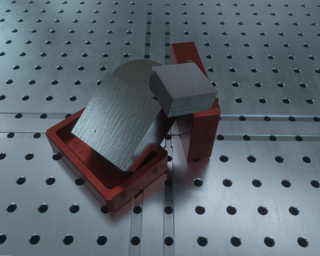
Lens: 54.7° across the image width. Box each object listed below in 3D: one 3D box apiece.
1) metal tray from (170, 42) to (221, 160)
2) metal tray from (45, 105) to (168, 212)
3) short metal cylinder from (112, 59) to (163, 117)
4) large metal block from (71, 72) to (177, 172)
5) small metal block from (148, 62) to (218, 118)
[{"bbox_3d":[0.039,-0.036,0.396,0.030,0.089,0.130,-7,51,-6],"label":"metal tray"},{"bbox_3d":[-0.065,0.026,0.380,0.091,0.030,0.130,-36,59,-27],"label":"metal tray"},{"bbox_3d":[-0.026,-0.051,0.434,0.081,0.050,0.080,0,50,0],"label":"short metal cylinder"},{"bbox_3d":[-0.039,-0.005,0.355,0.080,0.050,0.080,32,92,23],"label":"large metal block"},{"bbox_3d":[0.023,-0.041,0.320,0.050,0.025,0.050,-11,51,-24],"label":"small metal block"}]
